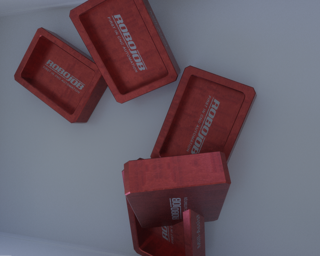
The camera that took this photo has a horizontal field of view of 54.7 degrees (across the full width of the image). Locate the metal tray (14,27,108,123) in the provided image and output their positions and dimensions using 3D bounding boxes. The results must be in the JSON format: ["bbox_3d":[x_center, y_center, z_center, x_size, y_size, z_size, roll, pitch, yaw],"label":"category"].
[{"bbox_3d":[-0.144,-0.077,0.456,0.130,0.030,0.090,35,101,16],"label":"metal tray"}]

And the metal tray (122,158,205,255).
[{"bbox_3d":[0.006,0.107,0.367,0.090,0.030,0.129,12,119,33],"label":"metal tray"}]

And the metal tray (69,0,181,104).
[{"bbox_3d":[-0.042,-0.106,0.393,0.090,0.030,0.129,-21,109,18],"label":"metal tray"}]

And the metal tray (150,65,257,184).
[{"bbox_3d":[0.053,-0.002,0.388,0.090,0.030,0.129,24,97,18],"label":"metal tray"}]

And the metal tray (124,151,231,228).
[{"bbox_3d":[0.018,0.070,0.320,0.091,0.129,0.030,-6,59,1],"label":"metal tray"}]
